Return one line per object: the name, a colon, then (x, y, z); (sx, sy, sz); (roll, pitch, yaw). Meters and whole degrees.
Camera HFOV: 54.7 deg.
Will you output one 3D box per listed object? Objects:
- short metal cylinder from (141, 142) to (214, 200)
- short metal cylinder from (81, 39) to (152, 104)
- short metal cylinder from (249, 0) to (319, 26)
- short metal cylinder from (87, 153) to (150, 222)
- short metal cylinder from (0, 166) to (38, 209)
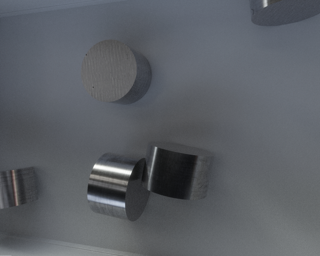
short metal cylinder: (0.021, 0.049, 0.374); (0.080, 0.080, 0.050); (12, 94, 19)
short metal cylinder: (-0.058, -0.073, 0.418); (0.080, 0.050, 0.080); (0, 90, 20)
short metal cylinder: (0.137, -0.149, 0.333); (0.080, 0.080, 0.050); (-6, 88, 20)
short metal cylinder: (-0.049, 0.074, 0.399); (0.050, 0.080, 0.079); (7, 93, 20)
short metal cylinder: (-0.227, 0.088, 0.462); (0.080, 0.080, 0.050); (-9, 87, 20)
